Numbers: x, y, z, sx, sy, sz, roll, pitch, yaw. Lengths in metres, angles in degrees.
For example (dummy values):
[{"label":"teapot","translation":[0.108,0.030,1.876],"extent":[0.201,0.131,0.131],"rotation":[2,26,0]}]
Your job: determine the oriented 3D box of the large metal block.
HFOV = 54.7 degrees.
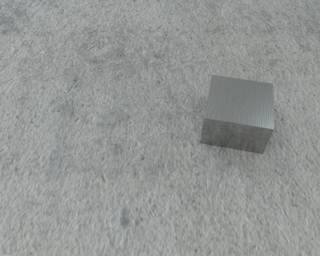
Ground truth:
[{"label":"large metal block","translation":[0.100,-0.019,0.404],"extent":[0.080,0.050,0.080],"rotation":[10,51,8]}]
